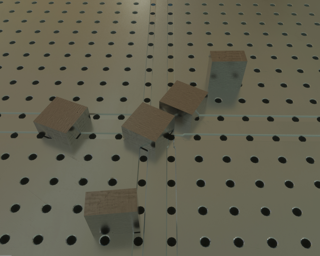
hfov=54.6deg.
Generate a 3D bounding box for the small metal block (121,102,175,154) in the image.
[{"bbox_3d":[-0.015,-0.001,0.409,0.050,0.025,0.050,24,54,19],"label":"small metal block"}]

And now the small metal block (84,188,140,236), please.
[{"bbox_3d":[-0.047,0.087,0.318,0.050,0.050,0.025,-4,50,-3],"label":"small metal block"}]

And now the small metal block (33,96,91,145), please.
[{"bbox_3d":[-0.130,-0.010,0.416,0.050,0.025,0.050,19,52,15],"label":"small metal block"}]

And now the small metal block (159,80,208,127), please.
[{"bbox_3d":[0.034,-0.035,0.438,0.050,0.025,0.050,25,54,19],"label":"small metal block"}]

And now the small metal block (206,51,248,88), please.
[{"bbox_3d":[0.099,-0.088,0.466,0.050,0.050,0.025,-1,50,-1],"label":"small metal block"}]
